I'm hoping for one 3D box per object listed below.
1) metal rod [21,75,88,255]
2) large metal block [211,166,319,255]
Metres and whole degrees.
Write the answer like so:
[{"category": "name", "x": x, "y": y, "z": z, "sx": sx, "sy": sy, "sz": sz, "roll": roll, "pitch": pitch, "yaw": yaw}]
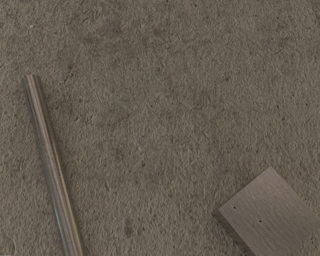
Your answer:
[{"category": "metal rod", "x": -0.127, "y": 0.065, "z": 0.382, "sx": 0.025, "sy": 0.025, "sz": 0.299, "roll": -19, "pitch": 71, "yaw": -7}, {"category": "large metal block", "x": 0.119, "y": 0.104, "z": 0.358, "sx": 0.080, "sy": 0.050, "sz": 0.080, "roll": -36, "pitch": 74, "yaw": -12}]
